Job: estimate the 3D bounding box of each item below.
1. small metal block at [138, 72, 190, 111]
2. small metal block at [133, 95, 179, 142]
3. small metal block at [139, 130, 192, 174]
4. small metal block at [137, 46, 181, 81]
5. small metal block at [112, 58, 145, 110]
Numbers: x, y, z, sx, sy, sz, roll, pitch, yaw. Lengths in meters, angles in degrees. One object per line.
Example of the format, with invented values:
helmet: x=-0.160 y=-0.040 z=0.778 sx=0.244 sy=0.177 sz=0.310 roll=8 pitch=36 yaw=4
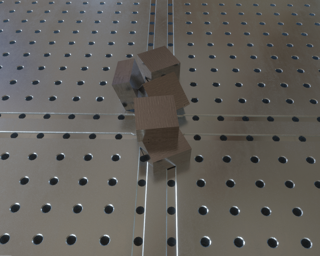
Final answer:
small metal block: x=0.005 y=-0.043 z=0.429 sx=0.050 sy=0.025 sz=0.050 roll=-25 pitch=88 yaw=-20
small metal block: x=-0.005 y=-0.012 z=0.384 sx=0.050 sy=0.025 sz=0.050 roll=-5 pitch=54 yaw=-4
small metal block: x=0.005 y=0.023 z=0.389 sx=0.050 sy=0.025 sz=0.050 roll=-19 pitch=53 yaw=-15
small metal block: x=-0.002 y=-0.100 z=0.492 sx=0.050 sy=0.025 sz=0.050 roll=-22 pitch=54 yaw=-18
small metal block: x=-0.043 y=-0.062 z=0.440 sx=0.025 sy=0.050 sz=0.050 roll=-8 pitch=48 yaw=15
